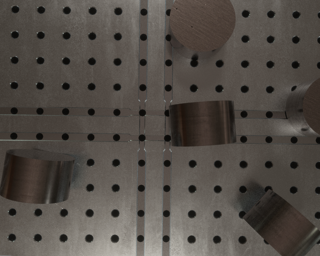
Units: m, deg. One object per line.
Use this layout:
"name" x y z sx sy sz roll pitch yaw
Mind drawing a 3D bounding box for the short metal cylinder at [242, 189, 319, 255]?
"short metal cylinder" 0.152 0.123 0.388 0.080 0.080 0.050 43 90 -1

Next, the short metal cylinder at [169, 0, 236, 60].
"short metal cylinder" 0.052 -0.133 0.402 0.081 0.050 0.079 0 90 -1

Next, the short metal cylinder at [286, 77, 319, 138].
"short metal cylinder" 0.215 -0.027 0.404 0.081 0.050 0.079 0 90 -1

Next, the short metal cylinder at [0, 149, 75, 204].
"short metal cylinder" -0.150 0.058 0.384 0.080 0.080 0.050 9 90 -1

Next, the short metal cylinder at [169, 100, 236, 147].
"short metal cylinder" 0.053 -0.005 0.387 0.081 0.080 0.050 -4 90 -1
